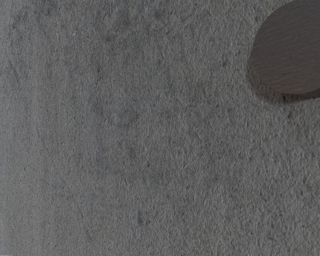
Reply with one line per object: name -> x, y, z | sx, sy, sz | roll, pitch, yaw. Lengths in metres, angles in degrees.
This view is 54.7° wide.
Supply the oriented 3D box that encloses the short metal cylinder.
short metal cylinder -> 0.132, -0.068, 0.280 | 0.080, 0.050, 0.080 | 0, 90, 40
